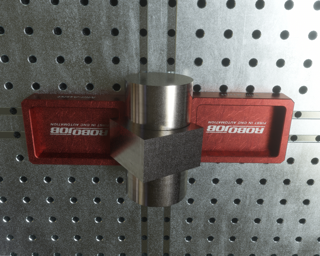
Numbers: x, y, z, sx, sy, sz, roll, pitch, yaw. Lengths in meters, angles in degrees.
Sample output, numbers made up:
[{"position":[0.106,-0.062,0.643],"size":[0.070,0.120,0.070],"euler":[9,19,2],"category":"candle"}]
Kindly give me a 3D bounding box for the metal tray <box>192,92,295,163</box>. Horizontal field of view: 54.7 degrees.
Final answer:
[{"position":[0.102,0.000,0.411],"size":[0.131,0.030,0.089],"euler":[1,110,-1],"category":"metal tray"}]

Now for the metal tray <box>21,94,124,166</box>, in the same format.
[{"position":[-0.107,0.003,0.410],"size":[0.131,0.030,0.089],"euler":[1,110,-1],"category":"metal tray"}]

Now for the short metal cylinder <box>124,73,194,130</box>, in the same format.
[{"position":[-0.002,-0.035,0.371],"size":[0.081,0.080,0.050],"euler":[1,110,-1],"category":"short metal cylinder"}]

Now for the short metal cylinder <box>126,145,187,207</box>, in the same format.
[{"position":[-0.004,0.059,0.405],"size":[0.081,0.080,0.050],"euler":[2,110,-1],"category":"short metal cylinder"}]

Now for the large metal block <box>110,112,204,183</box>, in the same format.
[{"position":[-0.006,0.017,0.375],"size":[0.081,0.080,0.050],"euler":[-11,114,-33],"category":"large metal block"}]
